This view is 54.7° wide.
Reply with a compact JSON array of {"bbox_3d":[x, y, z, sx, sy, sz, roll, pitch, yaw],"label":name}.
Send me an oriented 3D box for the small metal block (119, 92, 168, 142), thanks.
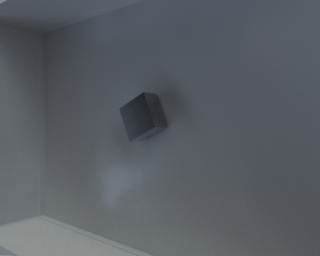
[{"bbox_3d":[-0.023,-0.014,0.419,0.050,0.025,0.050,-29,72,36],"label":"small metal block"}]
